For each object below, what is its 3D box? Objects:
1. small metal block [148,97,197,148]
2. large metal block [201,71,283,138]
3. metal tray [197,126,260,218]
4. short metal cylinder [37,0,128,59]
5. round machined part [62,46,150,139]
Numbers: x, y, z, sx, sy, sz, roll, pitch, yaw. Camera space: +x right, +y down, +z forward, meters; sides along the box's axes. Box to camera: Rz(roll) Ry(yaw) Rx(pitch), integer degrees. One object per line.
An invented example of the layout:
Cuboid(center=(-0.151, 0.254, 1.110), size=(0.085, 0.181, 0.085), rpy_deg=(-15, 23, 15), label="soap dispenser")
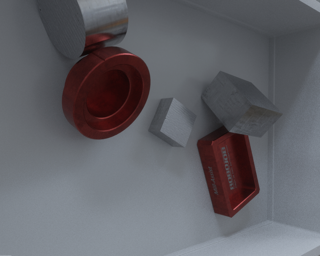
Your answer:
Cuboid(center=(0.018, -0.007, 0.424), size=(0.050, 0.025, 0.050), rpy_deg=(34, 69, -35), label="small metal block")
Cuboid(center=(0.123, -0.035, 0.468), size=(0.081, 0.080, 0.050), rpy_deg=(9, 127, -40), label="large metal block")
Cuboid(center=(0.114, 0.065, 0.501), size=(0.091, 0.030, 0.129), rpy_deg=(-26, 107, -37), label="metal tray")
Cuboid(center=(-0.077, -0.115, 0.307), size=(0.050, 0.080, 0.080), rpy_deg=(-32, 110, -36), label="short metal cylinder")
Cuboid(center=(-0.060, -0.040, 0.328), size=(0.099, 0.042, 0.097), rpy_deg=(-33, 142, -31), label="round machined part")
